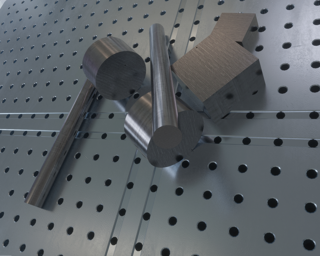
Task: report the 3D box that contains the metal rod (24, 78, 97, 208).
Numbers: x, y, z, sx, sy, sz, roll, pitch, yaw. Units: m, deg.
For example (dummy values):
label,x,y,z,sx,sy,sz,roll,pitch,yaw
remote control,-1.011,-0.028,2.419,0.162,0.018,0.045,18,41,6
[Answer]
label,x,y,z,sx,sy,sz,roll,pitch,yaw
metal rod,-0.131,-0.022,0.490,0.025,0.025,0.300,7,65,31

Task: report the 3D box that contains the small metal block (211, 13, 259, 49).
label,x,y,z,sx,sy,sz,roll,pitch,yaw
small metal block,0.104,-0.134,0.436,0.050,0.025,0.050,16,70,34

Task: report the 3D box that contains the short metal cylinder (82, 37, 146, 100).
label,x,y,z,sx,sy,sz,roll,pitch,yaw
short metal cylinder,-0.068,-0.088,0.463,0.080,0.080,0.050,-42,51,0

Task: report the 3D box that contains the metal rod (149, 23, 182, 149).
label,x,y,z,sx,sy,sz,roll,pitch,yaw
metal rod,0.001,-0.076,0.388,0.025,0.025,0.300,-24,32,13

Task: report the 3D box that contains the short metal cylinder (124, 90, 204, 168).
label,x,y,z,sx,sy,sz,roll,pitch,yaw
short metal cylinder,0.005,0.000,0.370,0.080,0.080,0.050,-44,51,-2

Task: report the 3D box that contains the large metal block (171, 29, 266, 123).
label,x,y,z,sx,sy,sz,roll,pitch,yaw
large metal block,0.072,-0.067,0.396,0.080,0.050,0.080,-38,51,2
